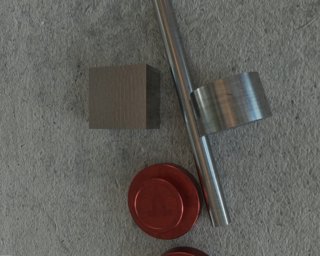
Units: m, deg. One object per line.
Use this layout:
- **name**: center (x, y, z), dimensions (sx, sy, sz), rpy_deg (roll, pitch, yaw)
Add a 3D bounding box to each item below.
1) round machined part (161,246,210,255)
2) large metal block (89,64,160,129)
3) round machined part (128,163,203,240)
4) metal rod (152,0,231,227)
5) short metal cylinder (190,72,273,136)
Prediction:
- **round machined part**: center (0.036, 0.197, 0.387), dimensions (0.098, 0.042, 0.097), rpy_deg (0, 90, 20)
- **large metal block**: center (-0.046, -0.038, 0.412), dimensions (0.080, 0.050, 0.079), rpy_deg (0, 90, 20)
- **round machined part**: center (0.002, 0.096, 0.399), dimensions (0.098, 0.042, 0.097), rpy_deg (0, 90, 20)
- **metal rod**: center (0.039, -0.026, 0.395), dimensions (0.025, 0.025, 0.298), rpy_deg (-16, 85, 19)
- **short metal cylinder**: center (0.080, -0.025, 0.352), dimensions (0.080, 0.080, 0.050), rpy_deg (-18, 84, 19)
